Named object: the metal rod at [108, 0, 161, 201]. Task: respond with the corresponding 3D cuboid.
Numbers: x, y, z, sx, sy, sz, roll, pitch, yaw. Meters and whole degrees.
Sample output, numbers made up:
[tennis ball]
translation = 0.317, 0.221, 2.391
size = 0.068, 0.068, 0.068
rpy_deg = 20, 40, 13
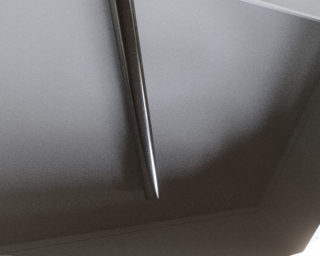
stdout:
[metal rod]
translation = -0.026, -0.023, 0.379
size = 0.025, 0.025, 0.298
rpy_deg = -19, 126, -17
